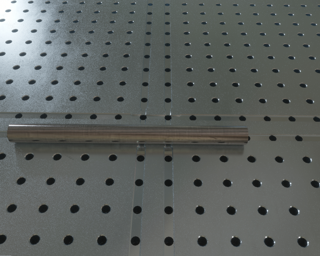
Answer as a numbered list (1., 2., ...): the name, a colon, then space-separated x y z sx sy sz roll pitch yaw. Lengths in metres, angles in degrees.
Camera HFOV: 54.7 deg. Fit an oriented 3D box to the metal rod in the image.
1. metal rod: -0.040 0.008 0.400 0.302 0.025 0.025 1 50 0
